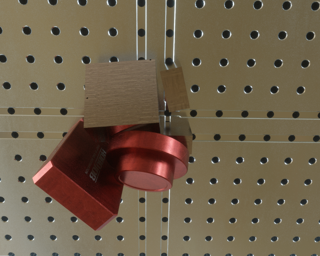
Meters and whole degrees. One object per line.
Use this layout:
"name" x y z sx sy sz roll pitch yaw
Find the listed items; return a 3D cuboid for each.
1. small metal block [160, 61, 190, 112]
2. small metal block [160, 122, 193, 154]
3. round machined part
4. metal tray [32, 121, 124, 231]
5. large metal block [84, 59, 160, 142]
"small metal block" 0.018 -0.053 0.381 0.025 0.050 0.050 -12 110 4
"small metal block" 0.014 0.012 0.405 0.050 0.050 0.025 1 110 -1
"round machined part" -0.016 0.045 0.367 0.099 0.042 0.098 7 151 4
"metal tray" -0.086 0.050 0.375 0.030 0.130 0.090 -42 105 14
"large metal block" -0.042 -0.031 0.367 0.081 0.050 0.080 -4 69 1
